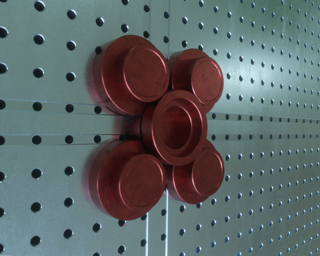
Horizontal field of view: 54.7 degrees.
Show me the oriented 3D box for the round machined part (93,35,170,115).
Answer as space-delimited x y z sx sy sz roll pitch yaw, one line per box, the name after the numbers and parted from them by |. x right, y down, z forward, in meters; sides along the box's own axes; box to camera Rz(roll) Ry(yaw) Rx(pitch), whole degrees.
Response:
-0.027 -0.064 0.376 0.099 0.042 0.097 0 90 -40 | round machined part

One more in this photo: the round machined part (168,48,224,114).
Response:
0.054 -0.065 0.445 0.099 0.042 0.097 0 90 -40 | round machined part

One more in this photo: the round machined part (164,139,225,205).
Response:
0.055 0.061 0.446 0.099 0.042 0.097 0 90 -40 | round machined part

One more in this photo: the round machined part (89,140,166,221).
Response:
-0.031 0.063 0.374 0.099 0.042 0.097 0 90 -40 | round machined part

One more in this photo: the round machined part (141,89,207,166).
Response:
0.015 -0.001 0.410 0.099 0.042 0.097 0 90 -40 | round machined part
